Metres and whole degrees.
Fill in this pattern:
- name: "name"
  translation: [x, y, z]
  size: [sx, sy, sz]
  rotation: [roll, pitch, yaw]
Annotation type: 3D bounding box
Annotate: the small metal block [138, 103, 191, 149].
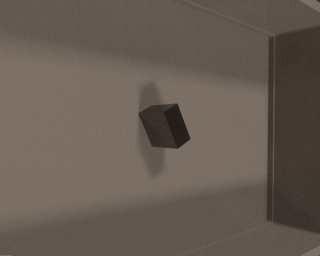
- name: "small metal block"
  translation: [0.005, -0.002, 0.397]
  size: [0.025, 0.050, 0.050]
  rotation: [-34, 112, -35]
